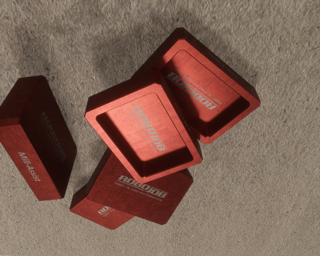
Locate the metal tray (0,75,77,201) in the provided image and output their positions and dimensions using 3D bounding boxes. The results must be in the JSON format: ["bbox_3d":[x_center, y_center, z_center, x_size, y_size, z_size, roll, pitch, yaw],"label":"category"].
[{"bbox_3d":[-0.143,0.014,0.374,0.030,0.090,0.129,-6,130,5],"label":"metal tray"}]

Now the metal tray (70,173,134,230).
[{"bbox_3d":[-0.070,0.110,0.496,0.090,0.030,0.130,35,122,-27],"label":"metal tray"}]

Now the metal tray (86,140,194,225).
[{"bbox_3d":[-0.029,0.080,0.451,0.131,0.030,0.090,26,103,-21],"label":"metal tray"}]

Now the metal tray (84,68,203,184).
[{"bbox_3d":[-0.015,0.004,0.364,0.090,0.030,0.130,-22,127,13],"label":"metal tray"}]

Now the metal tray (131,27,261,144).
[{"bbox_3d":[0.042,-0.043,0.367,0.130,0.030,0.090,33,123,-25],"label":"metal tray"}]
